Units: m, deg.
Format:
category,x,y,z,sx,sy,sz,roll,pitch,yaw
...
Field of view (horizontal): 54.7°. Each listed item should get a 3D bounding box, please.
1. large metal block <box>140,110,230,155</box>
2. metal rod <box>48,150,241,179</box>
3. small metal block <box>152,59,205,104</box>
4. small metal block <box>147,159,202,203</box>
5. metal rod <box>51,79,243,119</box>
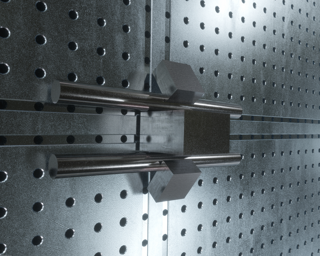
category,x,y,z,sx,sy,sz,roll,pitch,yaw
large metal block,0.031,0.006,0.394,0.081,0.080,0.050,2,89,-40
metal rod,0.007,0.044,0.411,0.302,0.025,0.025,3,89,-40
small metal block,0.025,-0.060,0.410,0.050,0.025,0.050,1,55,-40
small metal block,0.019,0.069,0.405,0.050,0.025,0.050,4,125,-40
metal rod,0.010,-0.032,0.412,0.302,0.025,0.025,3,89,-40
